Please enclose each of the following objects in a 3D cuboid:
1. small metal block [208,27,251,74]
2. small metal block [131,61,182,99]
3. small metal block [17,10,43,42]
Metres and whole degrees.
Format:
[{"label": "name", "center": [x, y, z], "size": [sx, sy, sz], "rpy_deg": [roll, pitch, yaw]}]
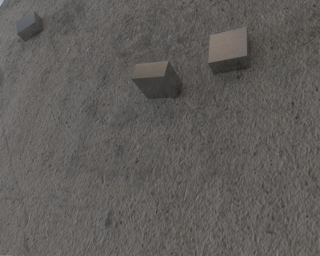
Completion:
[{"label": "small metal block", "center": [0.094, -0.104, 0.418], "size": [0.050, 0.025, 0.050], "rpy_deg": [-6, 59, 25]}, {"label": "small metal block", "center": [-0.003, -0.065, 0.430], "size": [0.050, 0.050, 0.025], "rpy_deg": [1, 62, 28]}, {"label": "small metal block", "center": [-0.295, -0.231, 0.701], "size": [0.050, 0.025, 0.050], "rpy_deg": [-28, 52, 10]}]
